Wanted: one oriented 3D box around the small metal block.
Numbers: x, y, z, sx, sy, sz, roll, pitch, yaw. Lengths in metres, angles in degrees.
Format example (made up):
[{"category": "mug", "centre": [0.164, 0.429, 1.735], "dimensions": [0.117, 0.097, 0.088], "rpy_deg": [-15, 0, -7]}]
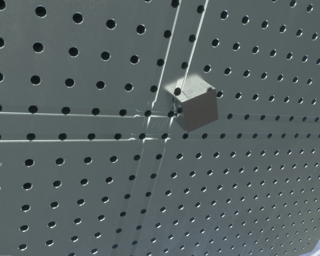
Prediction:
[{"category": "small metal block", "centre": [0.049, -0.028, 0.420], "dimensions": [0.050, 0.025, 0.050], "rpy_deg": [-23, 127, -14]}]
